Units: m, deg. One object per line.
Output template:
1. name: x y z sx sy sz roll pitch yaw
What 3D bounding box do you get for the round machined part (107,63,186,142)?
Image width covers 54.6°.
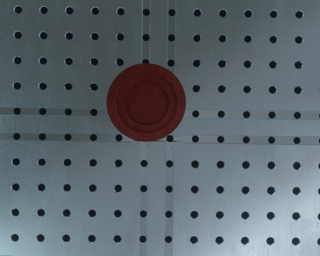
1. round machined part: -0.017 -0.032 0.405 0.099 0.042 0.097 0 90 0
